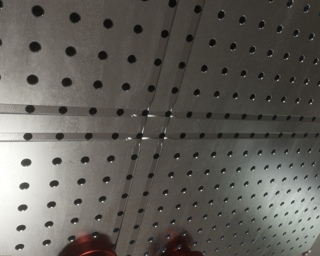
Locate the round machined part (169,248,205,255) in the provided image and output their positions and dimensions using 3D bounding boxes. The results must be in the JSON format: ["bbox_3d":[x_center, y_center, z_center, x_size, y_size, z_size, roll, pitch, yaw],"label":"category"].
[{"bbox_3d":[0.044,0.271,0.594,0.099,0.042,0.097,-14,125,-21],"label":"round machined part"}]

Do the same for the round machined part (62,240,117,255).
[{"bbox_3d":[-0.111,0.226,0.481,0.099,0.042,0.097,-14,125,-21],"label":"round machined part"}]
